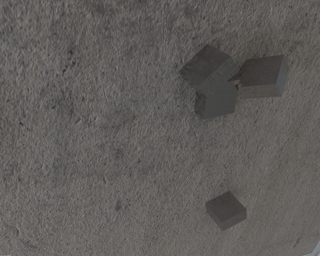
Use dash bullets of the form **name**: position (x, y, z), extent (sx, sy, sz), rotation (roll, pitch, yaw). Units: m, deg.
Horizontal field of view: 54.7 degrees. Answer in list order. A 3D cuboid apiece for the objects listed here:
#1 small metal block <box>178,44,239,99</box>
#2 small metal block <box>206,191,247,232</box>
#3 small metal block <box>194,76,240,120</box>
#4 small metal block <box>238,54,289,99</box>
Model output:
- **small metal block**: position (0.058, -0.070, 0.379), extent (0.050, 0.050, 0.025), rotation (-44, 129, 2)
- **small metal block**: position (0.116, 0.145, 0.544), extent (0.050, 0.050, 0.025), rotation (-23, 127, -15)
- **small metal block**: position (0.077, -0.043, 0.422), extent (0.050, 0.025, 0.050), rotation (-13, 124, -21)
- **small metal block**: position (0.138, -0.067, 0.411), extent (0.025, 0.050, 0.050), rotation (47, 56, -40)
